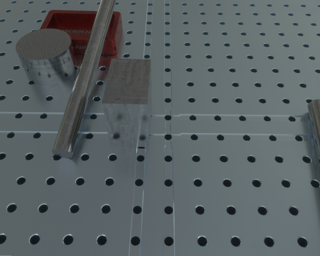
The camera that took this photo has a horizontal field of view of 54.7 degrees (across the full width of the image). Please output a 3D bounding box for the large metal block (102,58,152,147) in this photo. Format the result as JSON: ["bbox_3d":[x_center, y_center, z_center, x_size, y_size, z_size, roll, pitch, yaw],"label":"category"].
[{"bbox_3d":[-0.038,-0.032,0.398,0.050,0.080,0.080,2,50,1],"label":"large metal block"}]

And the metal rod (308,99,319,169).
[{"bbox_3d":[0.198,0.082,0.341,0.025,0.025,0.300,7,50,6],"label":"metal rod"}]

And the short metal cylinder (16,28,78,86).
[{"bbox_3d":[-0.174,-0.111,0.482,0.081,0.050,0.080,0,50,0],"label":"short metal cylinder"}]

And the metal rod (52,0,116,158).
[{"bbox_3d":[-0.104,-0.095,0.458,0.025,0.025,0.300,5,58,4],"label":"metal rod"}]

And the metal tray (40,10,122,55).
[{"bbox_3d":[-0.137,-0.169,0.544,0.131,0.030,0.090,2,50,1],"label":"metal tray"}]
